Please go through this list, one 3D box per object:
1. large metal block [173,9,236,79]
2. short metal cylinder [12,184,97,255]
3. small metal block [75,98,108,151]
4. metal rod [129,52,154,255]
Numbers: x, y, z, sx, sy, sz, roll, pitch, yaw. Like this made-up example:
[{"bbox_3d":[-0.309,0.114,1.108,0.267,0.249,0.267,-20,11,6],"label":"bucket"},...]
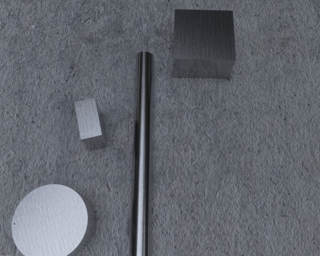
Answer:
[{"bbox_3d":[0.060,-0.118,0.438,0.080,0.050,0.080,1,70,0],"label":"large metal block"},{"bbox_3d":[-0.118,0.108,0.354,0.081,0.050,0.080,0,70,0],"label":"short metal cylinder"},{"bbox_3d":[-0.087,-0.004,0.396,0.025,0.050,0.050,-13,71,-5],"label":"small metal block"},{"bbox_3d":[-0.022,0.038,0.394,0.025,0.025,0.299,0,70,0],"label":"metal rod"}]
